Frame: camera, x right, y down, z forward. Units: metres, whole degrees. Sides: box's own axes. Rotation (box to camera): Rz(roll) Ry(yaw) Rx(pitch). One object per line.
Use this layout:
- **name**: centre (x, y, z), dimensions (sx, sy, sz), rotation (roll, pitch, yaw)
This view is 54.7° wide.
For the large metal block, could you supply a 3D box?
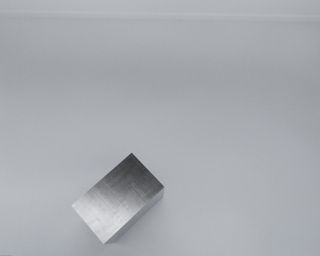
- **large metal block**: centre (-0.042, 0.082, 0.350), dimensions (0.080, 0.080, 0.050), rotation (-41, 76, -14)
